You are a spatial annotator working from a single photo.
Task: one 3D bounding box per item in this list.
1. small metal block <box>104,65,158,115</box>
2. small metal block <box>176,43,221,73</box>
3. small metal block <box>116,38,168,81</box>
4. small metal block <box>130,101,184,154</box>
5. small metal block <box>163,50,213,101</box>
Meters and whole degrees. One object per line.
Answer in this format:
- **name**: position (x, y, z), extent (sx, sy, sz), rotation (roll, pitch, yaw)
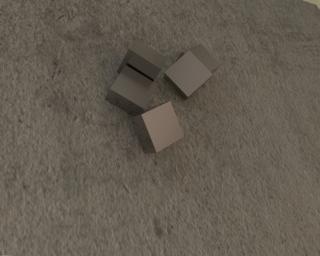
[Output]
- **small metal block**: position (-0.038, -0.049, 0.414), extent (0.050, 0.025, 0.050), rotation (31, 51, -9)
- **small metal block**: position (0.062, -0.105, 0.503), extent (0.050, 0.025, 0.050), rotation (-34, 81, -38)
- **small metal block**: position (-0.025, -0.086, 0.428), extent (0.050, 0.050, 0.025), rotation (31, 52, -9)
- **small metal block**: position (-0.003, -0.001, 0.393), extent (0.050, 0.025, 0.050), rotation (-29, 102, -38)
- **small metal block**: position (0.041, -0.078, 0.461), extent (0.050, 0.025, 0.050), rotation (-43, 86, -7)
